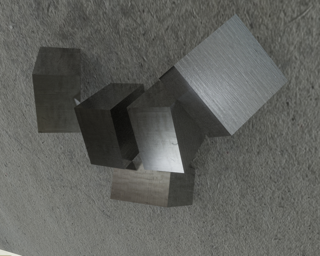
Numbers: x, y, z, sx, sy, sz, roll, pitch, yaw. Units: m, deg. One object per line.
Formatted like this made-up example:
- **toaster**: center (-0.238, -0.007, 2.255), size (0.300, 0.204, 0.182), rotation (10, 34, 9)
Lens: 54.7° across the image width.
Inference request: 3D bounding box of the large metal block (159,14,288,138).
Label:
- **large metal block**: center (0.060, -0.047, 0.303), size (0.080, 0.080, 0.050), rotation (50, 166, -7)

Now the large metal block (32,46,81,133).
- **large metal block**: center (-0.128, -0.050, 0.396), size (0.050, 0.080, 0.079), rotation (0, 126, -14)

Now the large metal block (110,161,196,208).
- **large metal block**: center (-0.007, 0.073, 0.412), size (0.080, 0.080, 0.050), rotation (1, 80, 27)

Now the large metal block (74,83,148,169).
- **large metal block**: center (-0.054, -0.006, 0.396), size (0.050, 0.080, 0.079), rotation (5, 121, 25)

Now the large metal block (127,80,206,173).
- **large metal block**: center (0.012, -0.005, 0.362), size (0.050, 0.080, 0.079), rotation (1, 119, 27)
